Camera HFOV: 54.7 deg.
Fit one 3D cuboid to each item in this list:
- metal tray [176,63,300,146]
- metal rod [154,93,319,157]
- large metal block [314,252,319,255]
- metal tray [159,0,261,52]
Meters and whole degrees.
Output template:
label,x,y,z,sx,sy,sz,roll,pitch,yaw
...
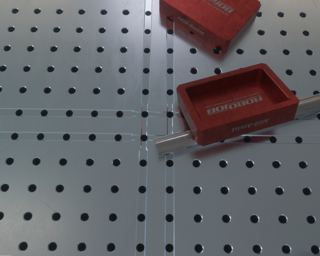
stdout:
label,x,y,z,sx,sy,sz,roll,pitch,yaw
metal tray,0.097,-0.034,0.403,0.131,0.030,0.090,-16,47,-6
metal rod,0.140,-0.013,0.417,0.302,0.025,0.025,-15,71,-6
large metal block,0.204,0.191,0.330,0.080,0.050,0.080,26,72,9
metal tray,0.075,-0.187,0.478,0.130,0.030,0.090,37,74,12
